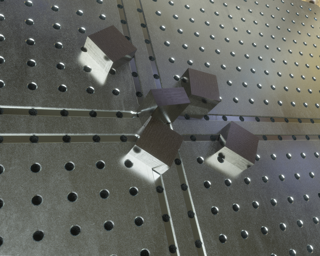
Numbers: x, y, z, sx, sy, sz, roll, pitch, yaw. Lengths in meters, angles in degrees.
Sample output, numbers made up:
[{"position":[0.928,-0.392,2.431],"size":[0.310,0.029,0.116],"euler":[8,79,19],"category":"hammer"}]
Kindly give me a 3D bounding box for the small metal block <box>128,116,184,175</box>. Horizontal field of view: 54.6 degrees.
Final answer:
[{"position":[-0.004,0.022,0.392],"size":[0.050,0.025,0.050],"euler":[34,52,-6],"category":"small metal block"}]

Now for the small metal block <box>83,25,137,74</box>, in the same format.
[{"position":[-0.070,-0.112,0.438],"size":[0.050,0.025,0.050],"euler":[46,51,4],"category":"small metal block"}]

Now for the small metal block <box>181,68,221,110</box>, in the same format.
[{"position":[0.062,-0.060,0.477],"size":[0.050,0.025,0.050],"euler":[11,57,-22],"category":"small metal block"}]

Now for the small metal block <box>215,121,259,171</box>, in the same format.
[{"position":[0.113,0.026,0.453],"size":[0.050,0.025,0.050],"euler":[31,52,-8],"category":"small metal block"}]

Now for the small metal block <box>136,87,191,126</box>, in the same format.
[{"position":[0.004,-0.028,0.411],"size":[0.050,0.050,0.025],"euler":[-8,65,-32],"category":"small metal block"}]
